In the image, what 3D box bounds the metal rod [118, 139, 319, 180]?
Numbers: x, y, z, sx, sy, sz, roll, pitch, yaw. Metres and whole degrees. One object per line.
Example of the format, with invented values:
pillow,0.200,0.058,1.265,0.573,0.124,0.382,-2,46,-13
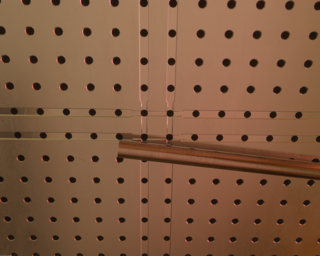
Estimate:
metal rod,0.094,0.046,0.430,0.302,0.025,0.025,7,110,-3
